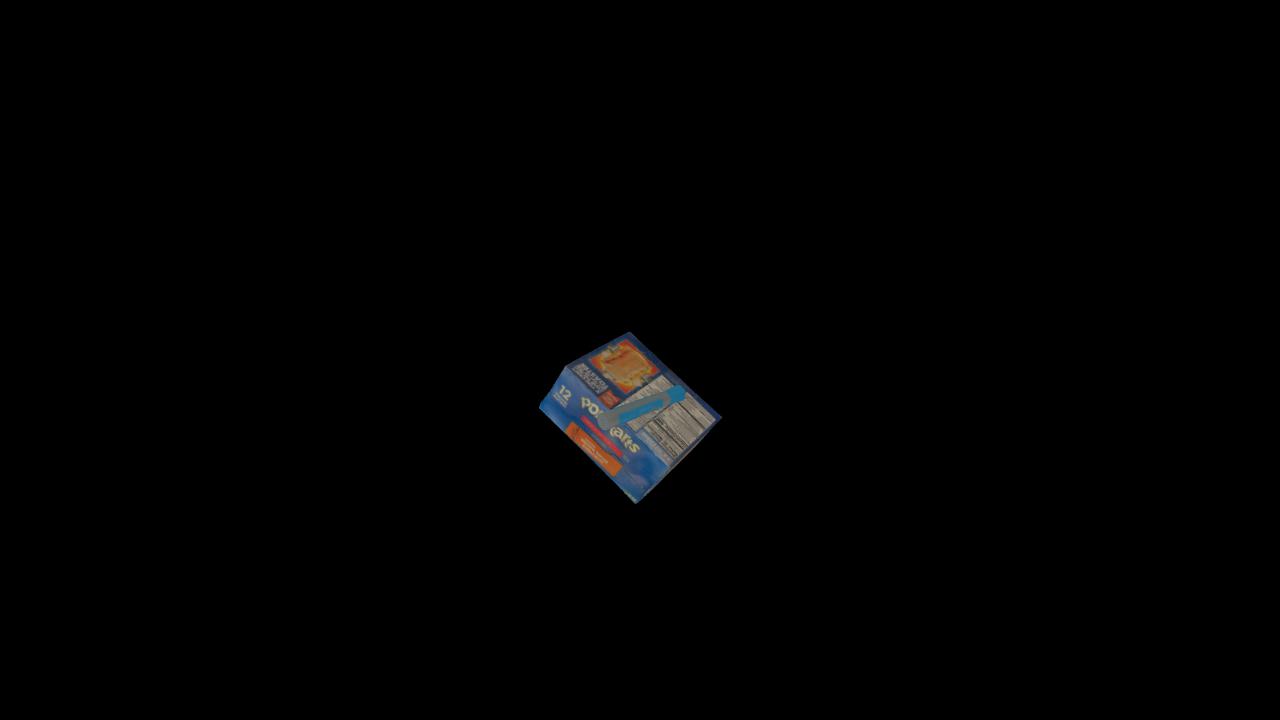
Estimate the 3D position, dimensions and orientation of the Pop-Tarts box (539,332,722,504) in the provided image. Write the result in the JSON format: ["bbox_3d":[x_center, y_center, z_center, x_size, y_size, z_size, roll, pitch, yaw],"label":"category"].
[{"bbox_3d":[-0.010,0.065,0.756,0.167,0.083,0.141,42,36,11],"label":"Pop-Tarts box"}]

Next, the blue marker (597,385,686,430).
[{"bbox_3d":[0.006,0.050,0.667,0.121,0.020,0.020,-17,11,-40],"label":"blue marker"}]
